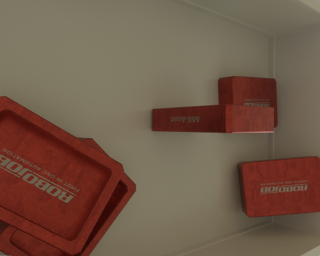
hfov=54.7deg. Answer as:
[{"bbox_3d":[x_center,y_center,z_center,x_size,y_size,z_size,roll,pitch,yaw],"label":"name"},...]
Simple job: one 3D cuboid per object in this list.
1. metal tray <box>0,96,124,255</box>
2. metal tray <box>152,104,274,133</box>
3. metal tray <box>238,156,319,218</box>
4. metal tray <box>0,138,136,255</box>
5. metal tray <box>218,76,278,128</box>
[{"bbox_3d":[-0.110,0.043,0.278,0.130,0.030,0.090,33,64,-12],"label":"metal tray"},{"bbox_3d":[0.063,-0.010,0.394,0.091,0.130,0.030,0,90,-40],"label":"metal tray"},{"bbox_3d":[0.203,0.097,0.520,0.131,0.030,0.089,-5,85,1],"label":"metal tray"},{"bbox_3d":[-0.094,0.085,0.325,0.130,0.030,0.090,-53,121,-27],"label":"metal tray"},{"bbox_3d":[0.156,-0.041,0.537,0.131,0.030,0.089,-5,94,-40],"label":"metal tray"}]
